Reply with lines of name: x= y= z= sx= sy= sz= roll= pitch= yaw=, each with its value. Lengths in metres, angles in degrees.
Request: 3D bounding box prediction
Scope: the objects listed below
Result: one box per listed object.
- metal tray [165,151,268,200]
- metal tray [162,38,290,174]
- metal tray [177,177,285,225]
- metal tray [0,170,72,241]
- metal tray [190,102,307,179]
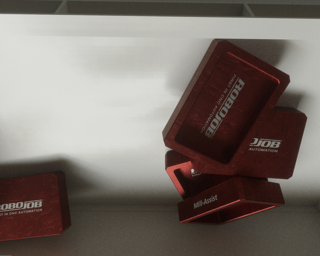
metal tray: x=0.083 y=0.059 z=0.456 sx=0.130 sy=0.030 sz=0.090 roll=-17 pitch=128 yaw=14
metal tray: x=0.071 y=-0.022 z=0.350 sx=0.090 sy=0.030 sz=0.129 roll=25 pitch=105 yaw=-11
metal tray: x=0.099 y=0.111 z=0.451 sx=0.091 sy=0.030 sz=0.129 roll=14 pitch=146 yaw=-33
metal tray: x=-0.207 y=0.118 z=0.469 sx=0.131 sy=0.030 sz=0.089 roll=-8 pitch=88 yaw=6
metal tray: x=0.111 y=0.015 z=0.398 sx=0.131 sy=0.030 sz=0.089 roll=5 pitch=107 yaw=-5
